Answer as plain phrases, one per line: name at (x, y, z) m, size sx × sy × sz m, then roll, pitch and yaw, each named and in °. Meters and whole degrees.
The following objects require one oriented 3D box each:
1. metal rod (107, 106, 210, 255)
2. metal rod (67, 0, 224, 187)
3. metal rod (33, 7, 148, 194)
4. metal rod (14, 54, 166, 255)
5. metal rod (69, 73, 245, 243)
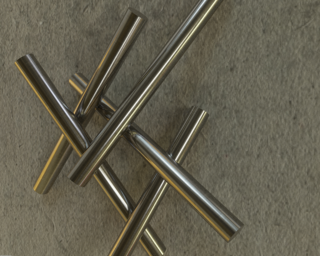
metal rod at (-0.023, 0.108, 0.379) m, size 0.025 × 0.025 × 0.299 m, roll 28°, pitch 85°, yaw 17°
metal rod at (-0.010, -0.058, 0.373) m, size 0.025 × 0.025 × 0.300 m, roll 35°, pitch 86°, yaw 16°
metal rod at (-0.102, -0.017, 0.406) m, size 0.025 × 0.025 × 0.298 m, roll 43°, pitch 117°, yaw 14°
metal rod at (-0.083, 0.041, 0.392) m, size 0.025 × 0.025 × 0.299 m, roll -31°, pitch 97°, yaw 17°
metal rod at (-0.023, 0.018, 0.380) m, size 0.300 × 0.025 × 0.025 m, roll 42°, pitch 103°, yaw 28°
